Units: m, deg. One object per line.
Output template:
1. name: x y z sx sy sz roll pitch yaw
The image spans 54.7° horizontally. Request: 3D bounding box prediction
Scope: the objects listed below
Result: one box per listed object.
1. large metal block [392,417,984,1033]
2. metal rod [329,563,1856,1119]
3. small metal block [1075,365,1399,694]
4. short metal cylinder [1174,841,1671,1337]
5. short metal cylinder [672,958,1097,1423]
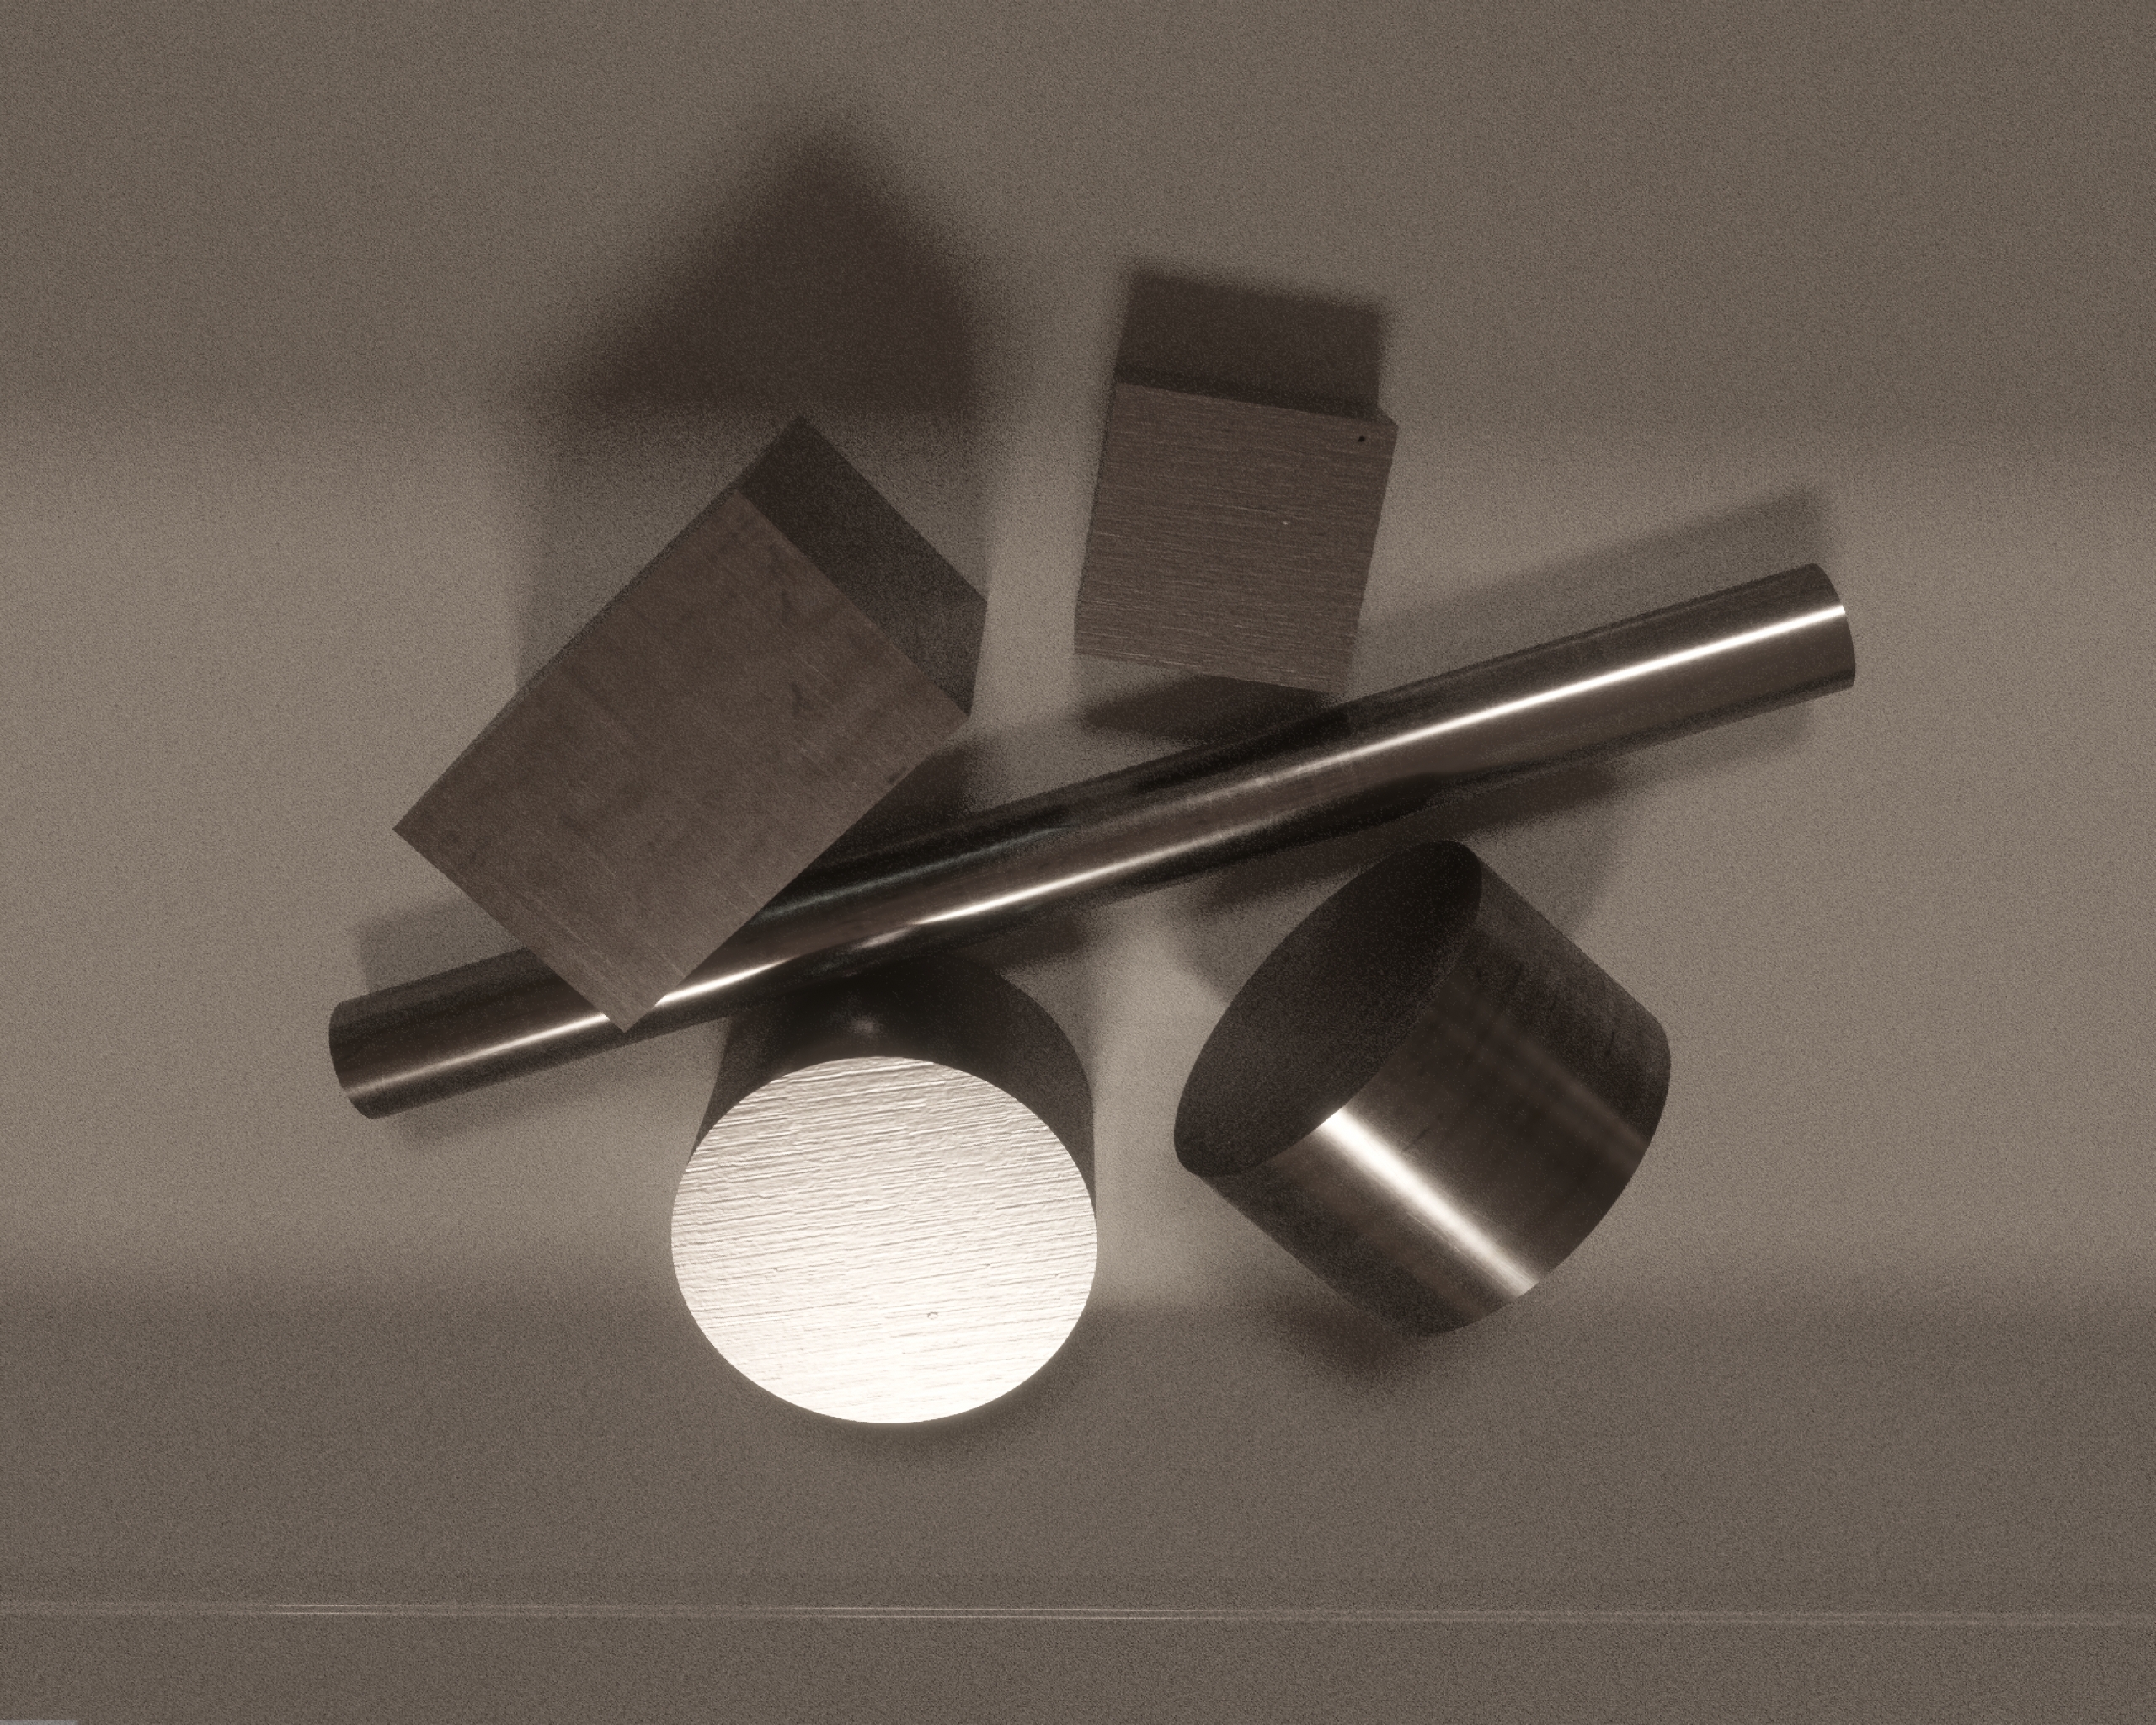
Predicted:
1. large metal block: -0.064 -0.028 0.370 0.080 0.080 0.050 -41 105 13
2. metal rod: -0.001 -0.002 0.409 0.301 0.025 0.025 -16 110 5
3. small metal block: 0.028 -0.062 0.387 0.050 0.025 0.050 8 110 -4
4. short metal cylinder: 0.064 0.042 0.397 0.050 0.080 0.080 41 105 -14
5. short metal cylinder: -0.037 0.064 0.419 0.081 0.050 0.079 0 110 -1
